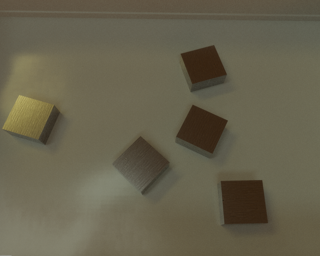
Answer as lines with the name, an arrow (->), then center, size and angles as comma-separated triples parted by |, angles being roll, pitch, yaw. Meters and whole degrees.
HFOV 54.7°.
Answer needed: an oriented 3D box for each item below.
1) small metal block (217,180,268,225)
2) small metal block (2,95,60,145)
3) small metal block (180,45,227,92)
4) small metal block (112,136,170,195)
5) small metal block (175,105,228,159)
small metal block -> 0.099, 0.091, 0.377 | 0.050, 0.025, 0.050 | -1, 70, -1
small metal block -> -0.170, -0.010, 0.412 | 0.050, 0.025, 0.050 | 16, 71, 5
small metal block -> 0.060, -0.084, 0.441 | 0.050, 0.025, 0.050 | -16, 71, -6
small metal block -> -0.024, 0.047, 0.392 | 0.050, 0.025, 0.050 | 42, 75, 13
small metal block -> 0.054, 0.005, 0.408 | 0.050, 0.025, 0.050 | 25, 72, 9
